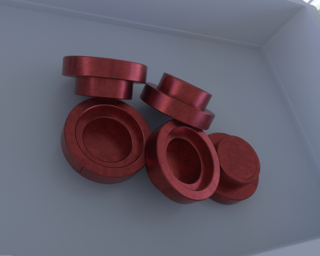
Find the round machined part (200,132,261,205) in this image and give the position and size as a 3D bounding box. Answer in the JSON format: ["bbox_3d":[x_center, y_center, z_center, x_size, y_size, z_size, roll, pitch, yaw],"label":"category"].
[{"bbox_3d":[0.094,0.049,0.415,0.099,0.042,0.098,14,56,-21],"label":"round machined part"}]

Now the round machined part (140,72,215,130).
[{"bbox_3d":[0.027,-0.038,0.397,0.098,0.042,0.098,25,11,-5],"label":"round machined part"}]

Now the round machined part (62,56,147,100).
[{"bbox_3d":[-0.066,-0.057,0.370,0.099,0.098,0.042,2,96,-27],"label":"round machined part"}]

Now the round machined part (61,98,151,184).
[{"bbox_3d":[-0.061,0.017,0.349,0.099,0.042,0.098,14,56,-21],"label":"round machined part"}]

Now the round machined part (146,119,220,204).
[{"bbox_3d":[0.022,0.041,0.366,0.099,0.042,0.098,21,55,-34],"label":"round machined part"}]
